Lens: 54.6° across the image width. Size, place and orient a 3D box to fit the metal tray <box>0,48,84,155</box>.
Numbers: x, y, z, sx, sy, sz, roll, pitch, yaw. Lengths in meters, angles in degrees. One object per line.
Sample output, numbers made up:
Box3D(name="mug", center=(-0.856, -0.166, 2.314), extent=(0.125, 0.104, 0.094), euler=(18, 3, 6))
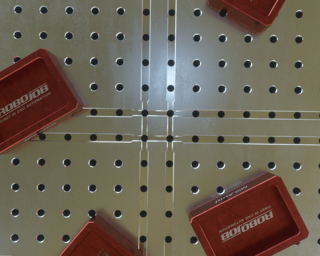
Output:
Box3D(name="metal tray", center=(-0.181, -0.033, 0.409), extent=(0.130, 0.030, 0.090), euler=(-31, 90, 0))

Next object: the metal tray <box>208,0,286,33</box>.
Box3D(name="metal tray", center=(0.134, -0.207, 0.411), extent=(0.090, 0.030, 0.130), euler=(30, 90, 0))

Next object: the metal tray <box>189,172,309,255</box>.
Box3D(name="metal tray", center=(0.115, 0.128, 0.411), extent=(0.130, 0.030, 0.090), euler=(-27, 90, 0))

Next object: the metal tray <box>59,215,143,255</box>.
Box3D(name="metal tray", center=(-0.096, 0.195, 0.410), extent=(0.090, 0.030, 0.130), euler=(40, 90, 0))
